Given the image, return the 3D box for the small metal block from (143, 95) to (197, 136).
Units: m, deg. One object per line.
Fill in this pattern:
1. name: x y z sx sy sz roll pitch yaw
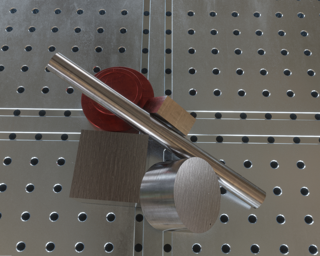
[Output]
1. small metal block: 0.009 -0.015 0.394 0.050 0.050 0.025 38 74 -24

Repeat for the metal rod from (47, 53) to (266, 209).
1. metal rod: -0.002 0.004 0.376 0.301 0.025 0.025 34 73 -2

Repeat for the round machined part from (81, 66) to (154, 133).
1. round machined part: -0.057 -0.041 0.417 0.099 0.042 0.098 0 70 -1

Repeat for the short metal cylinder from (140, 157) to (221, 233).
1. short metal cylinder: 0.024 0.075 0.348 0.081 0.050 0.080 15 69 -43

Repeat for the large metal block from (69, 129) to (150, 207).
1. large metal block: -0.057 0.051 0.377 0.081 0.050 0.080 5 70 1
